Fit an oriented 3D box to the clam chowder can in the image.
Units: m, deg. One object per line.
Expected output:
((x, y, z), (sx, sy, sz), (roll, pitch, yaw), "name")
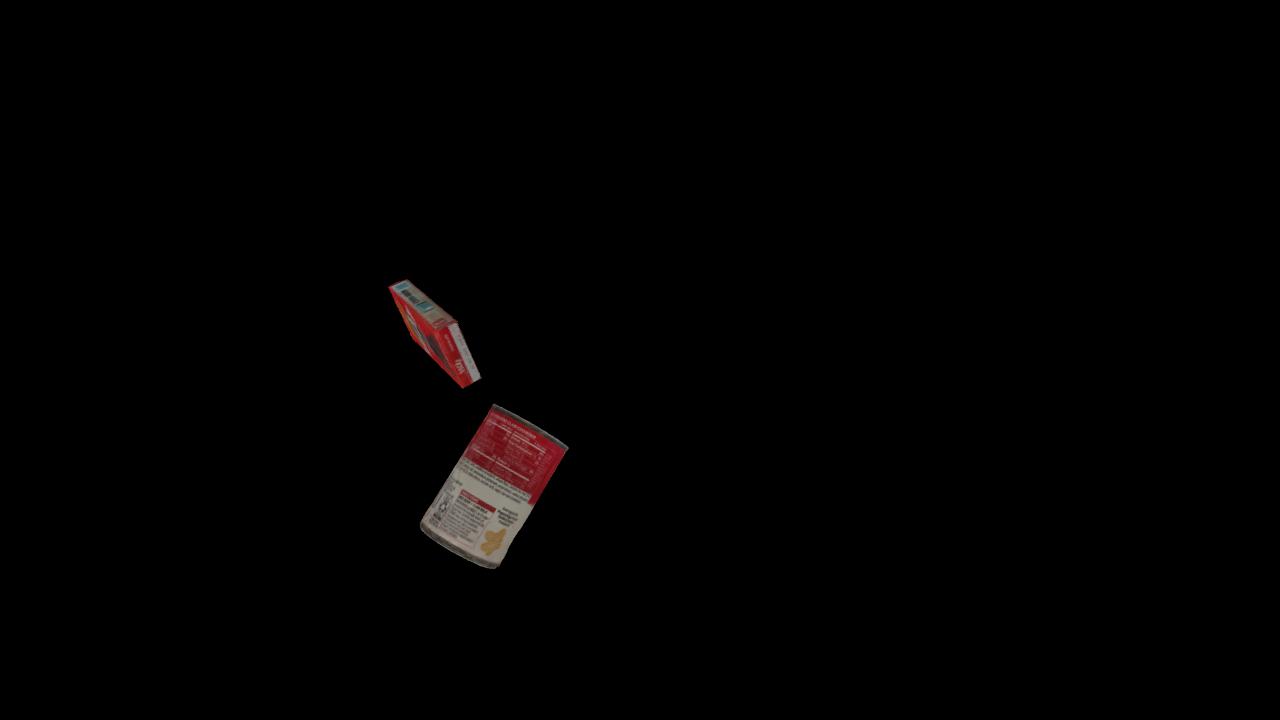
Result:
((-0.108, 0.093, 0.459), (0.068, 0.102, 0.068), (28, -14, 8), "clam chowder can")

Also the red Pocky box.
((-0.240, -0.033, 0.714), (0.028, 0.083, 0.155), (-33, 41, -24), "red Pocky box")
